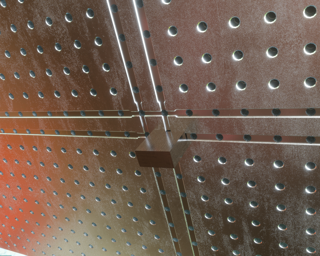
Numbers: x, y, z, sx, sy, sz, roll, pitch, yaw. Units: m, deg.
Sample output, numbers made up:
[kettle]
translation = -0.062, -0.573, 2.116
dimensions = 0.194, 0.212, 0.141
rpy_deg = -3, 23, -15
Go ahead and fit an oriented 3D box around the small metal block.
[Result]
[small metal block]
translation = 0.003, 0.028, 0.409
dimensions = 0.050, 0.050, 0.025
rpy_deg = -1, 118, 28
